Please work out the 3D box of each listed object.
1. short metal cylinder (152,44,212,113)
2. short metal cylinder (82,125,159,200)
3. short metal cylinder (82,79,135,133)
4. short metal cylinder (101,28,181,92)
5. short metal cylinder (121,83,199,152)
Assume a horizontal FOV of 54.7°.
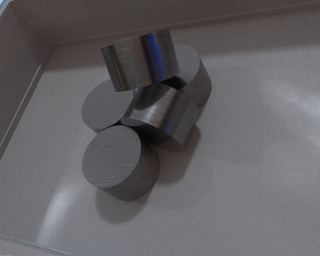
[{"bbox_3d":[0.023,-0.064,0.414,0.080,0.050,0.080,-13,56,20],"label":"short metal cylinder"},{"bbox_3d":[-0.048,0.044,0.384,0.080,0.050,0.080,-13,56,20],"label":"short metal cylinder"},{"bbox_3d":[-0.060,-0.022,0.430,0.080,0.050,0.080,-13,56,20],"label":"short metal cylinder"},{"bbox_3d":[-0.022,-0.078,0.355,0.080,0.050,0.080,-15,16,5],"label":"short metal cylinder"},{"bbox_3d":[0.000,-0.012,0.376,0.080,0.080,0.050,14,69,33],"label":"short metal cylinder"}]
